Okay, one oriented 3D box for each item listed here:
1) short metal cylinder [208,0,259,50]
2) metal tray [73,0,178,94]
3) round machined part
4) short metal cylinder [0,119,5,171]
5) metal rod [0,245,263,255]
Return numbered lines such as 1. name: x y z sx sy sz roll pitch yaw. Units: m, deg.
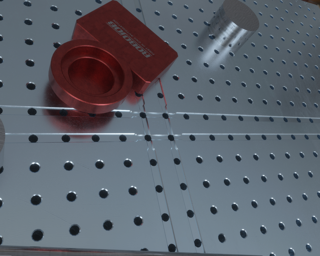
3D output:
1. short metal cylinder: 0.139 -0.196 0.586 0.081 0.050 0.080 14 56 -21
2. metal tray: -0.048 -0.120 0.452 0.130 0.030 0.090 41 51 -1
3. round machined part: -0.087 -0.059 0.386 0.099 0.042 0.098 14 56 -21
4. short metal cylinder: -0.186 0.018 0.281 0.081 0.050 0.080 14 56 -21
5. metal rod: -0.015 0.138 0.315 0.302 0.025 0.025 12 57 -22
